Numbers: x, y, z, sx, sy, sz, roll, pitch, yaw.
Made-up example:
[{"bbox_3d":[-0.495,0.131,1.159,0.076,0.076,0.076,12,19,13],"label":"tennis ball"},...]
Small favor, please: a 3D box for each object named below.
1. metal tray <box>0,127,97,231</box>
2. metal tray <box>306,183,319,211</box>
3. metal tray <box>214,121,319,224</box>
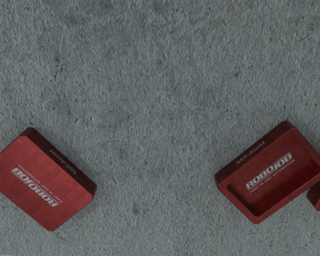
[{"bbox_3d":[-0.166,0.074,0.433,0.090,0.030,0.130,-39,106,13],"label":"metal tray"},{"bbox_3d":[0.277,0.063,0.432,0.091,0.030,0.129,14,109,-6],"label":"metal tray"},{"bbox_3d":[0.154,0.064,0.431,0.130,0.030,0.090,-41,105,13],"label":"metal tray"}]
